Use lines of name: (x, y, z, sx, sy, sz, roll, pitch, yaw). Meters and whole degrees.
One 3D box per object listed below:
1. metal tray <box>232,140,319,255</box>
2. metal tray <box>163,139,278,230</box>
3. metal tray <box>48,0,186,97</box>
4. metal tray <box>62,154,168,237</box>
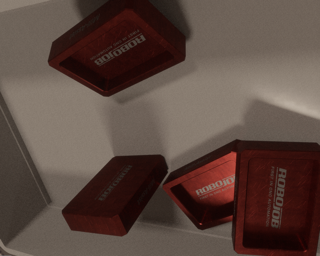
metal tray: (0.131, 0.081, 0.349, 0.090, 0.030, 0.129, 1, 106, 7)
metal tray: (0.078, 0.080, 0.413, 0.130, 0.030, 0.090, -34, 100, 38)
metal tray: (-0.048, -0.086, 0.344, 0.130, 0.030, 0.090, -19, 146, 35)
metal tray: (-0.056, 0.085, 0.421, 0.090, 0.131, 0.030, -5, 116, 30)
